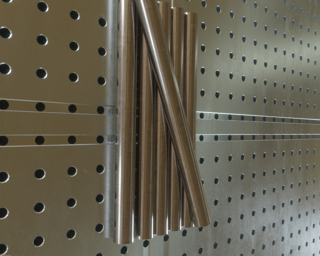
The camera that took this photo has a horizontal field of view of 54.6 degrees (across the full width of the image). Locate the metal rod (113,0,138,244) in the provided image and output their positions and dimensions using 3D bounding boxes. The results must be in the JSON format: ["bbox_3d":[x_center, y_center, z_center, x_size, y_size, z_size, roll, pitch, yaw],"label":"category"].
[{"bbox_3d":[-0.041,-0.015,0.372,0.025,0.025,0.298,1,89,-40],"label":"metal rod"}]

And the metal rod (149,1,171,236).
[{"bbox_3d":[0.000,-0.013,0.407,0.025,0.025,0.298,1,89,-40],"label":"metal rod"}]

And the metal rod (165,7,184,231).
[{"bbox_3d":[0.019,-0.012,0.425,0.025,0.025,0.298,1,89,-40],"label":"metal rod"}]

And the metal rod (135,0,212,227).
[{"bbox_3d":[0.020,-0.012,0.392,0.025,0.025,0.298,-25,106,-37],"label":"metal rod"}]

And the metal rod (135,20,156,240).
[{"bbox_3d":[-0.018,-0.013,0.391,0.025,0.025,0.298,1,89,-40],"label":"metal rod"}]

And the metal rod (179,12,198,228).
[{"bbox_3d":[0.039,-0.012,0.441,0.025,0.025,0.298,2,89,-40],"label":"metal rod"}]
